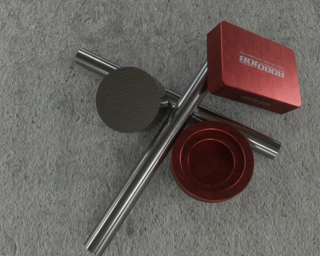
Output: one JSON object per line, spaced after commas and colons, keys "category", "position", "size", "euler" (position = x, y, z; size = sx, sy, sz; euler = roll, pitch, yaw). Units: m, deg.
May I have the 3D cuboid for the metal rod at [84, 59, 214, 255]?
{"category": "metal rod", "position": [0.004, 0.018, 0.384], "size": [0.025, 0.025, 0.300], "euler": [32, 79, 11]}

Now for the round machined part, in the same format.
{"category": "round machined part", "position": [0.062, 0.044, 0.385], "size": [0.099, 0.042, 0.098], "euler": [0, 70, 0]}

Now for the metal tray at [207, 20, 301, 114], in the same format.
{"category": "metal tray", "position": [0.124, -0.076, 0.405], "size": [0.131, 0.030, 0.090], "euler": [12, 68, -26]}

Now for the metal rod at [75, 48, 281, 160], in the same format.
{"category": "metal rod", "position": [0.018, -0.037, 0.424], "size": [0.301, 0.025, 0.025], "euler": [27, 72, 9]}

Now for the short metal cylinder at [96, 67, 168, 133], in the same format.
{"category": "short metal cylinder", "position": [-0.034, -0.034, 0.394], "size": [0.080, 0.050, 0.080], "euler": [0, 90, 11]}
